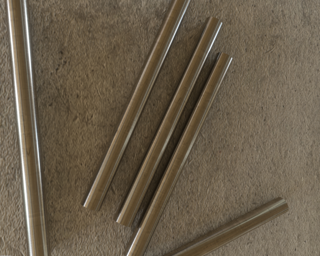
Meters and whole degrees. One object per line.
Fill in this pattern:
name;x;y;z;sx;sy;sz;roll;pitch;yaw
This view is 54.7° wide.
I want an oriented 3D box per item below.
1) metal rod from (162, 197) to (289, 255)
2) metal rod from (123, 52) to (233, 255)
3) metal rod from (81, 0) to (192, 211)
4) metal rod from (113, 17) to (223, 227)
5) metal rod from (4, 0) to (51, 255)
metal rod;0.054;0.166;0.429;0.302;0.025;0.025;-19;97;-19
metal rod;0.028;0.032;0.419;0.025;0.025;0.299;29;81;-18
metal rod;-0.027;-0.040;0.398;0.025;0.025;0.299;26;81;-18
metal rod;0.014;-0.015;0.414;0.025;0.025;0.299;28;81;-18
metal rod;-0.150;0.003;0.353;0.025;0.025;0.298;-5;92;-20
